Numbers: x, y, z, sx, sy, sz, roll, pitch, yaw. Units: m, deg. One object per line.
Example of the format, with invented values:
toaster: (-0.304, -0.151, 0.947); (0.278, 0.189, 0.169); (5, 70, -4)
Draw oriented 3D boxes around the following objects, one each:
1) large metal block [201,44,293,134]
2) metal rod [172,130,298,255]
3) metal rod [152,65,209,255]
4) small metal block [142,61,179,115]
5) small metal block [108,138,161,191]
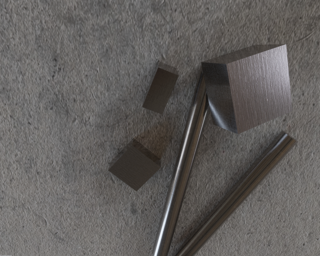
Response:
large metal block: (0.103, -0.049, 0.365); (0.081, 0.050, 0.079); (-21, 111, -18)
metal rod: (0.090, 0.126, 0.457); (0.025, 0.025, 0.299); (33, 106, -12)
metal rod: (0.032, 0.058, 0.431); (0.025, 0.025, 0.298); (11, 110, -5)
small metal block: (0.000, -0.050, 0.378); (0.025, 0.050, 0.050); (21, 109, -8)
small metal block: (-0.035, 0.051, 0.428); (0.050, 0.025, 0.050); (40, 105, -14)
